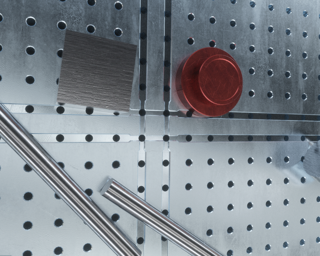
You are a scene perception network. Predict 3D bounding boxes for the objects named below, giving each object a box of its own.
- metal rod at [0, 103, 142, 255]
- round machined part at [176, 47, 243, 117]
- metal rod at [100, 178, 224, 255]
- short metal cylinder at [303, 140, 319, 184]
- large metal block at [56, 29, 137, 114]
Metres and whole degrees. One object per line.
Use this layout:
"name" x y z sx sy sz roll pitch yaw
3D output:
"metal rod" -0.126 0.056 0.366 0.025 0.025 0.300 -43 104 -15
"round machined part" 0.075 -0.065 0.433 0.099 0.042 0.097 0 90 -21
"metal rod" 0.046 0.163 0.431 0.301 0.025 0.025 39 78 -16
"short metal cylinder" 0.278 0.057 0.489 0.050 0.080 0.080 39 78 -16
"large metal block" -0.078 -0.063 0.371 0.081 0.050 0.080 7 88 -20
